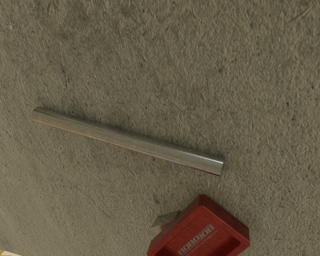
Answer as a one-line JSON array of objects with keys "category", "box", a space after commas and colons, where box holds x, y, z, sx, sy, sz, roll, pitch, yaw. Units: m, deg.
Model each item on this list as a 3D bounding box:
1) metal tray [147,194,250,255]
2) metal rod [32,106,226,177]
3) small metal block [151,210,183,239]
[{"category": "metal tray", "box": [0.054, 0.168, 0.452, 0.090, 0.030, 0.129, 38, 114, -4]}, {"category": "metal rod", "box": [-0.057, 0.014, 0.443, 0.301, 0.025, 0.025, 15, 124, 19]}, {"category": "small metal block", "box": [0.023, 0.164, 0.495, 0.050, 0.025, 0.050, -30, 102, 37]}]
